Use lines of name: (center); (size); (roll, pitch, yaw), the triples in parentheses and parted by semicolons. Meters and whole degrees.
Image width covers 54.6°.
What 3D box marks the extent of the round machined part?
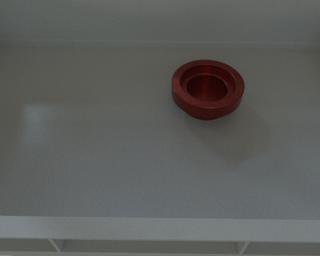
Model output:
round machined part: (0.065, -0.049, 0.436); (0.099, 0.042, 0.098); (0, 50, 0)
